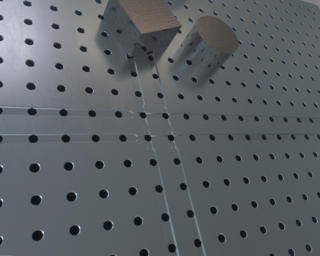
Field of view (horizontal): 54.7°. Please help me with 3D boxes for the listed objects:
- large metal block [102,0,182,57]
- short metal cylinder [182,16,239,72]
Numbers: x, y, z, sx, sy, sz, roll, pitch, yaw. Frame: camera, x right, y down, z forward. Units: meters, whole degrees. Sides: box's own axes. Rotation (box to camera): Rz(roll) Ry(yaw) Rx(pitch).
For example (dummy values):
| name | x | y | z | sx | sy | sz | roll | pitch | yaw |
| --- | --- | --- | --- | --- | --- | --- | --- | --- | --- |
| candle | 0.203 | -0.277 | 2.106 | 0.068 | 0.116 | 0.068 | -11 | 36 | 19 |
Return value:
| name | x | y | z | sx | sy | sz | roll | pitch | yaw |
| --- | --- | --- | --- | --- | --- | --- | --- | --- | --- |
| large metal block | -0.028 | -0.164 | 0.477 | 0.081 | 0.050 | 0.080 | -25 | 76 | -37 |
| short metal cylinder | 0.084 | -0.142 | 0.523 | 0.081 | 0.050 | 0.080 | 14 | 56 | -21 |
